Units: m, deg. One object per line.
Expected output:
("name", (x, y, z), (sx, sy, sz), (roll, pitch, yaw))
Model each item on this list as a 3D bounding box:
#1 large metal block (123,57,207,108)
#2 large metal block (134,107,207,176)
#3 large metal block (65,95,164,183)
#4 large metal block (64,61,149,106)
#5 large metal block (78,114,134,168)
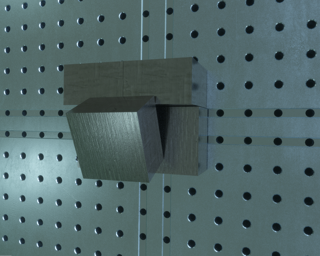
("large metal block", (0.009, -0.051, 0.378), (0.080, 0.080, 0.050), (1, 91, 19))
("large metal block", (0.015, 0.014, 0.391), (0.080, 0.050, 0.079), (1, 90, 19))
("large metal block", (-0.047, 0.011, 0.344), (0.080, 0.050, 0.079), (0, 114, 19))
("large metal block", (-0.067, -0.052, 0.405), (0.080, 0.080, 0.050), (1, 91, 19))
("large metal block", (-0.062, 0.013, 0.418), (0.080, 0.050, 0.079), (1, 90, 19))
